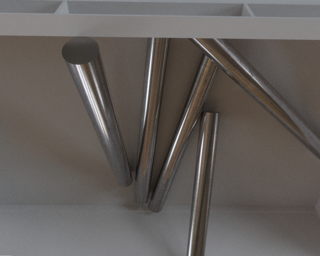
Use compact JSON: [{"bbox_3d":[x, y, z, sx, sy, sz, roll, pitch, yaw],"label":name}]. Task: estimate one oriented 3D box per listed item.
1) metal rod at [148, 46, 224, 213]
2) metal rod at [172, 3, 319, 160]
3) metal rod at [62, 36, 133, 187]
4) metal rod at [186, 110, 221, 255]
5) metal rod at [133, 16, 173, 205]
[{"bbox_3d":[0.026,0.021,0.426,0.025,0.025,0.298,10,130,-9],"label":"metal rod"},{"bbox_3d":[0.127,-0.034,0.360,0.301,0.025,0.025,33,123,-32],"label":"metal rod"},{"bbox_3d":[-0.054,0.013,0.344,0.025,0.025,0.299,0,154,0],"label":"metal rod"},{"bbox_3d":[0.054,0.125,0.422,0.025,0.025,0.298,4,101,-4],"label":"metal rod"},{"bbox_3d":[-0.015,0.003,0.411,0.025,0.025,0.298,5,130,-4],"label":"metal rod"}]
